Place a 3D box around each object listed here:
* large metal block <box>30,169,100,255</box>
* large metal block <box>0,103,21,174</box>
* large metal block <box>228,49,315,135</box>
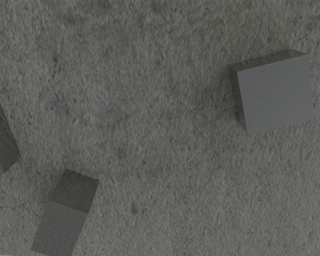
[{"bbox_3d":[-0.126,0.115,0.421,0.050,0.080,0.079,22,109,-8],"label":"large metal block"},{"bbox_3d":[-0.242,0.019,0.400,0.080,0.050,0.079,-10,110,3],"label":"large metal block"},{"bbox_3d":[0.135,-0.045,0.382,0.080,0.050,0.080,-14,110,4],"label":"large metal block"}]
